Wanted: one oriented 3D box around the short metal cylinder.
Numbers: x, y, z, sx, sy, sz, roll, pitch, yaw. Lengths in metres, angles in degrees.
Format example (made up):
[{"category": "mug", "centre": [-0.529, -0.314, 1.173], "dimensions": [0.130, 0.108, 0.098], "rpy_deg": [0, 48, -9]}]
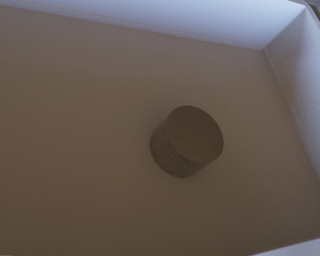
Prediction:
[{"category": "short metal cylinder", "centre": [0.034, 0.018, 0.399], "dimensions": [0.081, 0.050, 0.080], "rpy_deg": [14, 56, -21]}]
